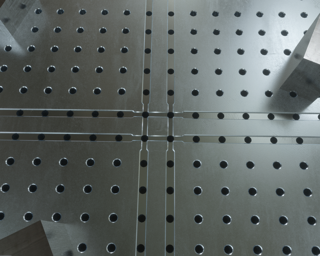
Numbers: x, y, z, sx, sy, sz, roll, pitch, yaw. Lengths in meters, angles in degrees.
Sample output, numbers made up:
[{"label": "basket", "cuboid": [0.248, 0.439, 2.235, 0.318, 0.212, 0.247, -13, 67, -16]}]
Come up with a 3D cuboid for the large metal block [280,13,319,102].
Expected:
[{"label": "large metal block", "cuboid": [0.212, -0.094, 0.418, 0.050, 0.080, 0.080, 25, 72, 9]}]

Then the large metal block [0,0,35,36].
[{"label": "large metal block", "cuboid": [-0.250, -0.198, 0.469, 0.080, 0.050, 0.080, 20, 71, 7]}]

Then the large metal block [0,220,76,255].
[{"label": "large metal block", "cuboid": [-0.122, 0.148, 0.328, 0.050, 0.080, 0.080, -25, 72, -9]}]
